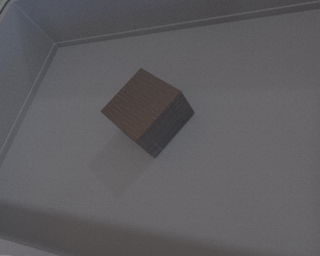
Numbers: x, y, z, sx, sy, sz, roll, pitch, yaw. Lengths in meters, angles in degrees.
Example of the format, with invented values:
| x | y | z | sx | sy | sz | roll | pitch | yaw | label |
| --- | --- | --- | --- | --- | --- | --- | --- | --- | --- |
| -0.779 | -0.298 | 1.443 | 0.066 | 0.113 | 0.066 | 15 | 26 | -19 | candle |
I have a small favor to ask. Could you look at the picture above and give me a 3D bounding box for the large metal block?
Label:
| x | y | z | sx | sy | sz | roll | pitch | yaw | label |
| --- | --- | --- | --- | --- | --- | --- | --- | --- | --- |
| -0.017 | -0.021 | 0.408 | 0.080 | 0.050 | 0.080 | -48 | 52 | -7 | large metal block |
